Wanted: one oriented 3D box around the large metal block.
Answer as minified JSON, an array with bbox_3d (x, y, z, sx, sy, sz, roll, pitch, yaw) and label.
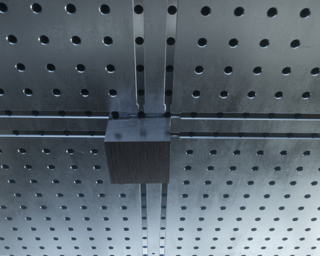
[{"bbox_3d":[-0.028,0.030,0.421,0.081,0.050,0.079,0,130,0],"label":"large metal block"}]
